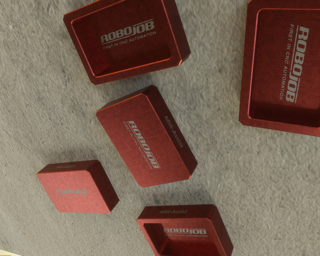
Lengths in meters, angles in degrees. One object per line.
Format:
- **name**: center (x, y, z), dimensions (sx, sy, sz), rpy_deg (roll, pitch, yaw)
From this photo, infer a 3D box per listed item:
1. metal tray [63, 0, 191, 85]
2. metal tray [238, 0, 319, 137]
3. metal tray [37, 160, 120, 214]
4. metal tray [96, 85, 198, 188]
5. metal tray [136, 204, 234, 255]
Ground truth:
- **metal tray**: center (-0.040, -0.106, 0.357), dimensions (0.130, 0.030, 0.090), rpy_deg (-7, 115, 31)
- **metal tray**: center (0.128, -0.059, 0.299), dimensions (0.090, 0.030, 0.129), rpy_deg (10, 123, 22)
- **metal tray**: center (-0.145, 0.105, 0.542), dimensions (0.130, 0.030, 0.090), rpy_deg (-8, 115, 31)
- **metal tray**: center (-0.017, 0.016, 0.421), dimensions (0.090, 0.030, 0.130), rpy_deg (-18, 110, 34)
- **metal tray**: center (0.038, 0.165, 0.484), dimensions (0.130, 0.030, 0.090), rpy_deg (-11, 113, 32)
